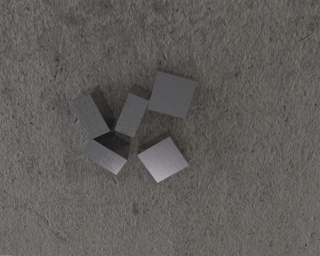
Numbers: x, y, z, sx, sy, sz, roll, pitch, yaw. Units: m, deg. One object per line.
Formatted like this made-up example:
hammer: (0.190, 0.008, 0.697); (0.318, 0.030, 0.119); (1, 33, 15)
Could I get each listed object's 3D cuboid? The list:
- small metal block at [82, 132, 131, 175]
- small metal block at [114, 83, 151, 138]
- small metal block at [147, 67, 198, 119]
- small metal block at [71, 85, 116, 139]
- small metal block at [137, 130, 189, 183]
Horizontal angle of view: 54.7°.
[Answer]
small metal block: (-0.068, 0.028, 0.406); (0.050, 0.050, 0.025); (33, 107, -12)
small metal block: (-0.034, -0.023, 0.388); (0.025, 0.050, 0.050); (22, 109, -8)
small metal block: (0.015, -0.044, 0.393); (0.050, 0.025, 0.050); (14, 109, -6)
small metal block: (-0.081, -0.021, 0.388); (0.025, 0.050, 0.050); (-23, 109, 8)
small metal block: (0.004, 0.039, 0.424); (0.050, 0.025, 0.050); (-31, 108, 10)
